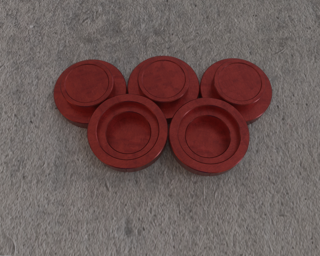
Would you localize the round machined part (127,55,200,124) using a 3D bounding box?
[{"bbox_3d":[0.005,-0.057,0.421,0.099,0.042,0.098,0,70,-1],"label":"round machined part"}]

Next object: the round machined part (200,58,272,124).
[{"bbox_3d":[0.104,-0.054,0.421,0.099,0.042,0.098,0,70,-1],"label":"round machined part"}]

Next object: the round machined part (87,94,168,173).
[{"bbox_3d":[-0.039,0.009,0.396,0.099,0.042,0.098,0,70,-1],"label":"round machined part"}]

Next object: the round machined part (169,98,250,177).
[{"bbox_3d":[0.060,0.014,0.396,0.099,0.042,0.098,0,70,-1],"label":"round machined part"}]

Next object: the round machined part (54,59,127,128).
[{"bbox_3d":[-0.094,-0.051,0.418,0.099,0.042,0.098,0,70,-1],"label":"round machined part"}]
